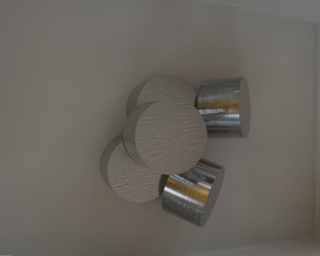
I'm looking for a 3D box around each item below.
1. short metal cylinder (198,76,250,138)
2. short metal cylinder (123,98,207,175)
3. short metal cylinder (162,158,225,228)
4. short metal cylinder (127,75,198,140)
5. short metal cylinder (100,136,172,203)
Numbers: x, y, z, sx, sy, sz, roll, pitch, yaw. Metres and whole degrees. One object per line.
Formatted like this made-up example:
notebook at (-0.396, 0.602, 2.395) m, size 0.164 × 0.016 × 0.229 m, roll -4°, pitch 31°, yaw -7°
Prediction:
short metal cylinder at (0.086, -0.026, 0.407) m, size 0.080 × 0.050 × 0.079 m, roll -2°, pitch 90°, yaw -64°
short metal cylinder at (0.005, 0.009, 0.344) m, size 0.081 × 0.050 × 0.079 m, roll 0°, pitch 90°, yaw -21°
short metal cylinder at (0.043, 0.077, 0.390) m, size 0.050 × 0.080 × 0.080 m, roll 19°, pitch 82°, yaw 22°
short metal cylinder at (0.003, -0.025, 0.397) m, size 0.081 × 0.050 × 0.079 m, roll 0°, pitch 90°, yaw -21°
short metal cylinder at (-0.030, 0.048, 0.386) m, size 0.081 × 0.050 × 0.079 m, roll 0°, pitch 90°, yaw -21°
